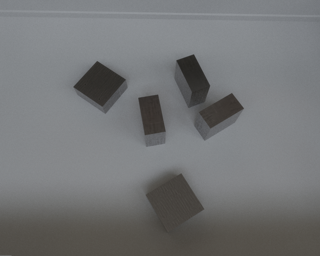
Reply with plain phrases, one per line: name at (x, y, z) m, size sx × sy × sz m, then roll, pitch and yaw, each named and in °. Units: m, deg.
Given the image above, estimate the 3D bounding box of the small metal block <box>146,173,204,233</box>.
small metal block at (0.017, 0.091, 0.376) m, size 0.050 × 0.025 × 0.050 m, roll -30°, pitch 73°, yaw -11°

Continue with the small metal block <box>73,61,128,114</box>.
small metal block at (-0.081, -0.056, 0.429) m, size 0.050 × 0.025 × 0.050 m, roll 34°, pitch 73°, yaw 11°

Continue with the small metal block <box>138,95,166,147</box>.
small metal block at (-0.010, -0.008, 0.399) m, size 0.025 × 0.050 × 0.050 m, roll -10°, pitch 71°, yaw -4°

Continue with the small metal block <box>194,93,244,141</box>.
small metal block at (0.075, -0.013, 0.402) m, size 0.050 × 0.050 × 0.025 m, roll -30°, pitch 73°, yaw -11°

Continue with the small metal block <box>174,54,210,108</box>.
small metal block at (0.042, -0.062, 0.420) m, size 0.025 × 0.050 × 0.050 m, roll -21°, pitch 72°, yaw -8°
